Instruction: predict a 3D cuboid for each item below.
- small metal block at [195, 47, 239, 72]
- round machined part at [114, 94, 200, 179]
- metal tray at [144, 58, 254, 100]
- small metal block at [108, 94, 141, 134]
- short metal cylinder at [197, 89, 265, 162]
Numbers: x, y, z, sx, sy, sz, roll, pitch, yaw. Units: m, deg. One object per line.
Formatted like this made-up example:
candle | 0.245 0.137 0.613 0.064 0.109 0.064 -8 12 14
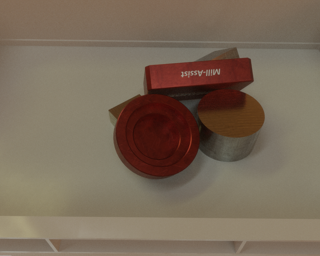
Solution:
small metal block | 0.085 -0.100 0.474 0.050 0.025 0.050 -31 19 -24
round machined part | -0.006 0.012 0.368 0.099 0.042 0.098 5 71 -15
metal tray | 0.045 -0.061 0.413 0.131 0.090 0.030 -6 85 -5
small metal block | -0.033 -0.012 0.415 0.050 0.025 0.050 -31 57 -23
short metal cylinder | 0.086 -0.004 0.393 0.081 0.050 0.080 0 50 0
